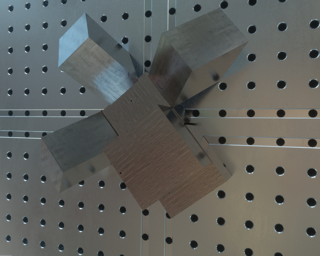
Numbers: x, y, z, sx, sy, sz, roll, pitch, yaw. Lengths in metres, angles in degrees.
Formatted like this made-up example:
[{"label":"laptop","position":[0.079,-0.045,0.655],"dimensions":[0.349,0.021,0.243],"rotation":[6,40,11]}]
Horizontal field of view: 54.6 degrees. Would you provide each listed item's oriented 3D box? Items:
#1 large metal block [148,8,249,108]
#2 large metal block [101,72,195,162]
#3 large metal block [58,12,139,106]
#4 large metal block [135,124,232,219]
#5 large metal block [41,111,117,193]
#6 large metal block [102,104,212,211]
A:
[{"label":"large metal block","position":[0.040,-0.077,0.353],"dimensions":[0.080,0.080,0.050],"rotation":[-31,77,-23]},{"label":"large metal block","position":[-0.015,-0.013,0.405],"dimensions":[0.080,0.050,0.080],"rotation":[-40,78,15]},{"label":"large metal block","position":[-0.079,-0.088,0.395],"dimensions":[0.050,0.080,0.080],"rotation":[-40,38,16]},{"label":"large metal block","position":[0.030,0.052,0.388],"dimensions":[0.080,0.050,0.080],"rotation":[-38,77,15]},{"label":"large metal block","position":[-0.105,0.033,0.405],"dimensions":[0.050,0.081,0.080],"rotation":[54,148,13]},{"label":"large metal block","position":[-0.002,0.031,0.346],"dimensions":[0.080,0.050,0.080],"rotation":[-39,79,15]}]
